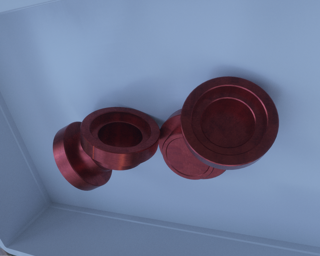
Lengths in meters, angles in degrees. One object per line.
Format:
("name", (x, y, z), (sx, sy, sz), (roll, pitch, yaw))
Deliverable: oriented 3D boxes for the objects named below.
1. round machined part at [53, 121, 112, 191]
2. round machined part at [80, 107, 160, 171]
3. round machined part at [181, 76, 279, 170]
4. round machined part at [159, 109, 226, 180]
("round machined part", (-0.097, 0.035, 0.435), (0.042, 0.098, 0.098), (-26, 105, 21))
("round machined part", (-0.051, 0.017, 0.397), (0.098, 0.098, 0.042), (21, 126, 15))
("round machined part", (0.072, -0.003, 0.334), (0.098, 0.098, 0.042), (23, 165, 13))
("round machined part", (0.042, 0.026, 0.391), (0.098, 0.042, 0.097), (13, 124, 20))
